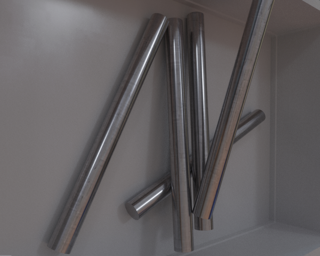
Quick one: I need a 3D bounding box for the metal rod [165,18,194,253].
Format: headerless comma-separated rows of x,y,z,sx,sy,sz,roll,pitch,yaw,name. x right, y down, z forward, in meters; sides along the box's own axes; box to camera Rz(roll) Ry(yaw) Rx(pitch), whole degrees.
0.024,0.003,0.403,0.025,0.025,0.298,4,81,-40,metal rod

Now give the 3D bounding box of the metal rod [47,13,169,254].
-0.052,-0.008,0.362,0.025,0.025,0.299,34,69,-35,metal rod

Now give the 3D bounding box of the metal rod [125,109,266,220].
0.072,0.040,0.466,0.302,0.025,0.025,-30,109,-36,metal rod

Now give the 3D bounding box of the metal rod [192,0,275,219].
0.091,-0.035,0.375,0.025,0.025,0.298,11,96,-40,metal rod

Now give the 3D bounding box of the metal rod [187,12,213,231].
0.055,-0.015,0.429,0.025,0.025,0.298,5,80,-40,metal rod
